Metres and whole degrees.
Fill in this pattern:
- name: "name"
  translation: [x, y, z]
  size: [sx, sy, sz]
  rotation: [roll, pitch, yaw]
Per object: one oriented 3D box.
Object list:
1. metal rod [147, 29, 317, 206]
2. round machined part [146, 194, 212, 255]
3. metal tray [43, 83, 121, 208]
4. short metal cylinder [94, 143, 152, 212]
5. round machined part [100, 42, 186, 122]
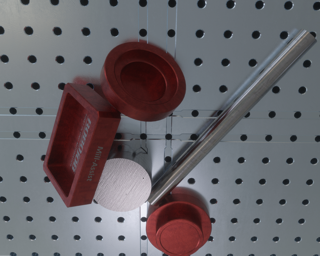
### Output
- name: "metal rod"
  translation: [0.084, -0.004, 0.412]
  size: [0.025, 0.025, 0.299]
  rotation: [38, 105, -13]
- name: "round machined part"
  translation: [0.028, 0.151, 0.460]
  size: [0.099, 0.042, 0.097]
  rotation: [0, 110, 0]
- name: "metal tray"
  translation: [-0.102, 0.020, 0.386]
  size: [0.030, 0.090, 0.129]
  rotation: [3, 116, -44]
- name: "short metal cylinder"
  translation: [-0.051, 0.066, 0.424]
  size: [0.081, 0.050, 0.079]
  rotation: [0, 110, 0]
- name: "round machined part"
  translation: [-0.022, -0.050, 0.366]
  size: [0.098, 0.098, 0.042]
  rotation: [27, 145, -10]
